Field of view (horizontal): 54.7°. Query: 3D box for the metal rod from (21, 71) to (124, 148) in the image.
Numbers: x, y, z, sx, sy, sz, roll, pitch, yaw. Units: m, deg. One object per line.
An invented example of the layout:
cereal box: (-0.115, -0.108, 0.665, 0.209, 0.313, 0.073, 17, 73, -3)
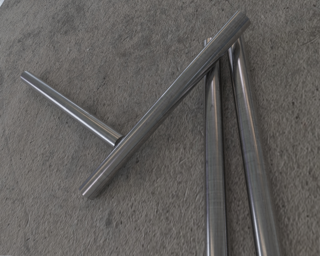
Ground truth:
metal rod: (-0.154, -0.038, 0.508, 0.300, 0.025, 0.025, 30, 79, 37)

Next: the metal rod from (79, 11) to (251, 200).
metal rod: (0.005, -0.026, 0.395, 0.300, 0.025, 0.025, -48, 51, 3)

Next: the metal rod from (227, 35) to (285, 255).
metal rod: (0.101, 0.005, 0.347, 0.025, 0.025, 0.299, -13, 56, 21)

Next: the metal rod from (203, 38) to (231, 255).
metal rod: (0.064, 0.011, 0.363, 0.025, 0.025, 0.299, -10, 57, 23)
